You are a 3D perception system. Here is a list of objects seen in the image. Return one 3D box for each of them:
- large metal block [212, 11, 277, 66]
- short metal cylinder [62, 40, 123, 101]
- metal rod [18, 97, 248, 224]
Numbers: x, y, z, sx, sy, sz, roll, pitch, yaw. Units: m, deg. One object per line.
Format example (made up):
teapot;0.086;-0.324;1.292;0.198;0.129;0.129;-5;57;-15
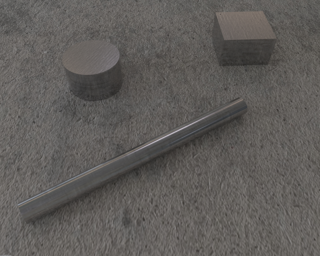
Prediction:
large metal block;0.135;-0.149;0.513;0.081;0.050;0.080;-2;50;-2
short metal cylinder;-0.098;-0.086;0.458;0.081;0.050;0.080;0;50;0
metal rod;-0.016;0.030;0.378;0.302;0.025;0.025;-25;55;-20
